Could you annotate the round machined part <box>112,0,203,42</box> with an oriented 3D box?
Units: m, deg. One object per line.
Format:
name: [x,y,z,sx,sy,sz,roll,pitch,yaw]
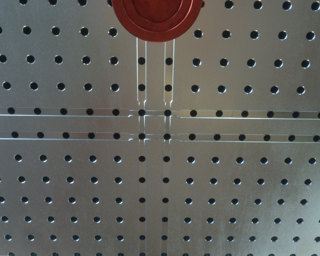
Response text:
round machined part: [-0.003,-0.149,0.350,0.099,0.042,0.097,0,110,-1]
